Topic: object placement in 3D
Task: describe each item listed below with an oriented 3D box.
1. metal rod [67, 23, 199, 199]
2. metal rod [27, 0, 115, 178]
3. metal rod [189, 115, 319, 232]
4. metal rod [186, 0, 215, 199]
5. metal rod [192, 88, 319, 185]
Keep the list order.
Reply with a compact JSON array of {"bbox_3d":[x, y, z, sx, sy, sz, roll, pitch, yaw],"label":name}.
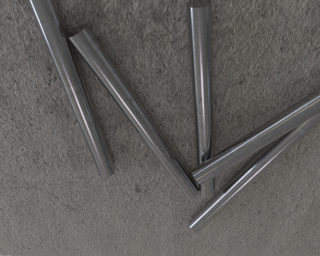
[{"bbox_3d":[-0.017,0.000,0.407,0.025,0.025,0.299,-21,127,17],"label":"metal rod"},{"bbox_3d":[-0.100,-0.048,0.364,0.025,0.025,0.298,-7,130,5],"label":"metal rod"},{"bbox_3d":[0.132,0.074,0.471,0.025,0.025,0.298,22,127,-18],"label":"metal rod"},{"bbox_3d":[0.057,-0.010,0.399,0.025,0.025,0.298,-6,130,4],"label":"metal rod"},{"bbox_3d":[0.165,-0.015,0.377,0.299,0.025,0.025,-36,122,20],"label":"metal rod"}]
